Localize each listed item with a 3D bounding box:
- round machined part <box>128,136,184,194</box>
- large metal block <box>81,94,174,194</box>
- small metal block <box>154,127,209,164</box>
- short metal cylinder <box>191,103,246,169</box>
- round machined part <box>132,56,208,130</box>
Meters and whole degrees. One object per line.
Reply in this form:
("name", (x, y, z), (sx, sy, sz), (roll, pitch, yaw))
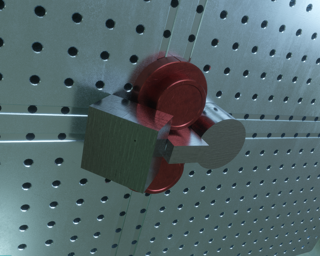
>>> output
("round machined part", (-0.006, 0.052, 0.429), (0.099, 0.042, 0.097), (-14, 124, -21))
("large metal block", (-0.038, 0.016, 0.357), (0.050, 0.080, 0.079), (-46, 153, -61))
("small metal block", (0.025, 0.020, 0.392), (0.050, 0.050, 0.025), (1, 118, -29))
("short metal cylinder", (0.073, 0.011, 0.440), (0.081, 0.050, 0.079), (-14, 124, -21))
("round machined part", (0.018, -0.036, 0.388), (0.099, 0.042, 0.097), (-14, 124, -21))
